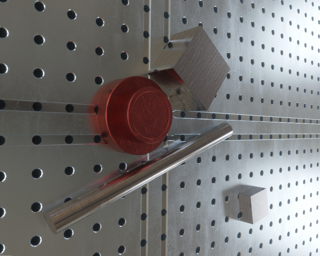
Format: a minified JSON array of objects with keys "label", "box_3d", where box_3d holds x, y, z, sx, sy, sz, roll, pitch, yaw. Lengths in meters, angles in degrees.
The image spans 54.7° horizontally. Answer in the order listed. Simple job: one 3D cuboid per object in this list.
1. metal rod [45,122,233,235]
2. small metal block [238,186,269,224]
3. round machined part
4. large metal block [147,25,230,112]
[{"label":"metal rod","box_3d":[-0.002,0.050,0.409,0.302,0.025,0.025,-23,105,-38]},{"label":"small metal block","box_3d":[0.168,0.137,0.554,0.050,0.025,0.050,-12,98,-40]},{"label":"round machined part","box_3d":[-0.023,-0.015,0.381,0.099,0.042,0.097,0,90,-40]},{"label":"large metal block","box_3d":[0.043,-0.080,0.431,0.080,0.050,0.080,46,62,-31]}]
